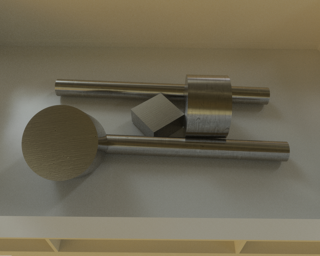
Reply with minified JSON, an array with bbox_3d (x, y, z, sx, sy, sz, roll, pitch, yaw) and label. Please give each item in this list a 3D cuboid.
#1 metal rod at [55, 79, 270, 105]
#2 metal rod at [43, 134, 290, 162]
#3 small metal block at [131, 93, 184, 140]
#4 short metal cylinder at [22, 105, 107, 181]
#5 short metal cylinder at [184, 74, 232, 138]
[{"bbox_3d":[0.003,-0.052,0.446,0.302,0.025,0.025,3,50,1],"label":"metal rod"},{"bbox_3d":[0.004,0.023,0.383,0.302,0.025,0.025,2,50,1],"label":"metal rod"},{"bbox_3d":[-0.003,-0.013,0.414,0.050,0.025,0.050,-31,57,-24],"label":"small metal block"},{"bbox_3d":[-0.104,0.018,0.348,0.081,0.050,0.080,0,84,1],"label":"short metal cylinder"},{"bbox_3d":[0.057,-0.027,0.391,0.050,0.080,0.080,1,50,1],"label":"short metal cylinder"}]
